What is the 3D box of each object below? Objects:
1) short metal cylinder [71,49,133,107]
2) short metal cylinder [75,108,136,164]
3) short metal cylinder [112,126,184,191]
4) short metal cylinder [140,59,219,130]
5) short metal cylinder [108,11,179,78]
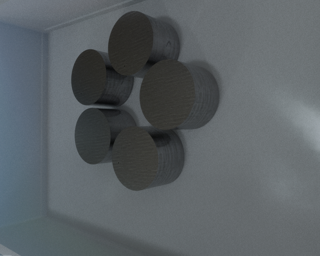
[{"bbox_3d":[-0.087,-0.072,0.460,0.080,0.050,0.080,0,90,40],"label":"short metal cylinder"},{"bbox_3d":[-0.080,0.011,0.454,0.080,0.050,0.080,0,90,40],"label":"short metal cylinder"},{"bbox_3d":[-0.016,0.037,0.402,0.080,0.050,0.080,0,90,40],"label":"short metal cylinder"},{"bbox_3d":[0.022,-0.038,0.370,0.080,0.050,0.080,0,90,40],"label":"short metal cylinder"},{"bbox_3d":[-0.022,-0.106,0.406,0.080,0.050,0.080,0,90,40],"label":"short metal cylinder"}]
